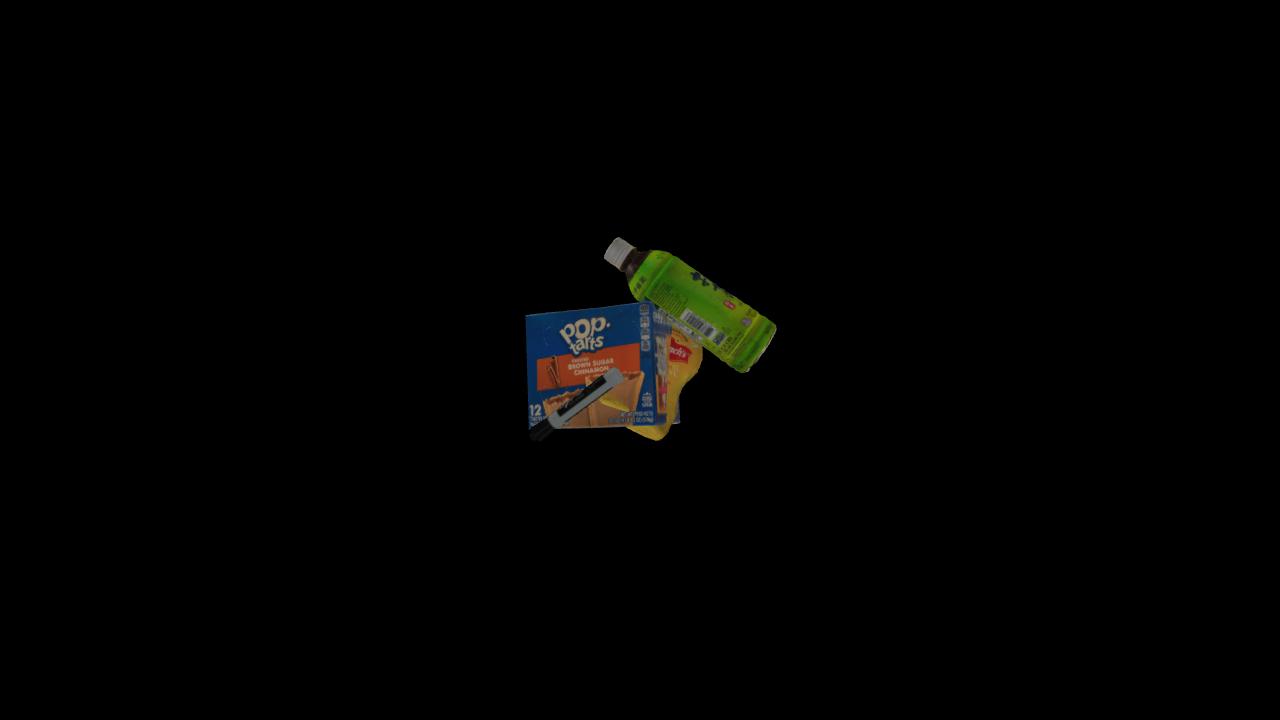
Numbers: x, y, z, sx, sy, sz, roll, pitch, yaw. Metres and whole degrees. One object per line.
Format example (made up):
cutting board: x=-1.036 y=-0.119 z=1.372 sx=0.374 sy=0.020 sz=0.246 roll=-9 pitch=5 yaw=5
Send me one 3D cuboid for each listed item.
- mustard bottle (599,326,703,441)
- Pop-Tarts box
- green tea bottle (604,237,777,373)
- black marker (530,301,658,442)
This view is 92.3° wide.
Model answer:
mustard bottle: x=0.027 y=-0.002 z=0.742 sx=0.092 sy=0.184 sz=0.054 roll=28 pitch=-25 yaw=1
Pop-Tarts box: x=-0.045 y=0.011 z=0.741 sx=0.167 sy=0.141 sz=0.083 roll=-4 pitch=-5 yaw=22
green tea bottle: x=0.052 y=-0.070 z=0.707 sx=0.212 sy=0.073 sz=0.073 roll=34 pitch=0 yaw=0
black marker: x=-0.070 y=0.049 z=0.665 sx=0.121 sy=0.020 sz=0.020 roll=-36 pitch=-5 yaw=7
